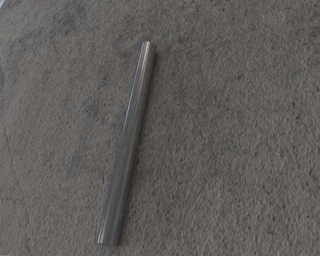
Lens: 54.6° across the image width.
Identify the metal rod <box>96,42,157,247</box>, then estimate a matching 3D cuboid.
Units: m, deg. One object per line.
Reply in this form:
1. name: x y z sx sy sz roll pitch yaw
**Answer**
1. metal rod: -0.039 0.003 0.423 0.025 0.025 0.300 -5 59 26
